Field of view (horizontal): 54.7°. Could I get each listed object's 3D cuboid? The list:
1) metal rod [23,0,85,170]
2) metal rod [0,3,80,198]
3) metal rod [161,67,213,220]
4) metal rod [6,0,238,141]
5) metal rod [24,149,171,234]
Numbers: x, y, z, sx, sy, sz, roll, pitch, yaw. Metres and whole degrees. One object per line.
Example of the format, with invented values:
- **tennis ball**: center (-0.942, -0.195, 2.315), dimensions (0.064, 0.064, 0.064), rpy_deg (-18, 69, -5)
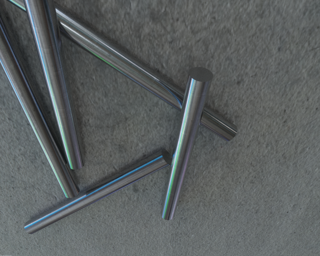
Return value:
- **metal rod**: center (-0.112, -0.050, 0.338), dimensions (0.025, 0.025, 0.298), rpy_deg (2, 138, -3)
- **metal rod**: center (-0.155, -0.012, 0.394), dimensions (0.025, 0.025, 0.298), rpy_deg (-5, 130, 3)
- **metal rod**: center (0.028, 0.046, 0.425), dimensions (0.025, 0.025, 0.298), rpy_deg (4, 137, -4)
- **metal rod**: center (-0.024, -0.063, 0.352), dimensions (0.301, 0.025, 0.025), rpy_deg (31, 123, -24)
- **metal rod**: center (-0.111, 0.109, 0.498), dimensions (0.300, 0.025, 0.025), rpy_deg (-30, 125, 22)
